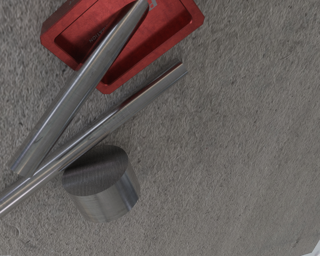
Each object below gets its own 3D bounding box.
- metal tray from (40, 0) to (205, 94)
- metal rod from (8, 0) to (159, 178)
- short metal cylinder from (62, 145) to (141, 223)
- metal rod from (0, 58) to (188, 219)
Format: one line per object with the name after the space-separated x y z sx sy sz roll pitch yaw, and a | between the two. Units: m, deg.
-0.035 -0.100 0.296 0.130 0.030 0.090 -34 132 18 | metal tray
-0.046 -0.083 0.297 0.025 0.025 0.299 37 87 -39 | metal rod
-0.069 0.066 0.374 0.080 0.080 0.050 -26 128 -12 | short metal cylinder
-0.092 0.018 0.367 0.301 0.025 0.025 -38 129 -3 | metal rod
